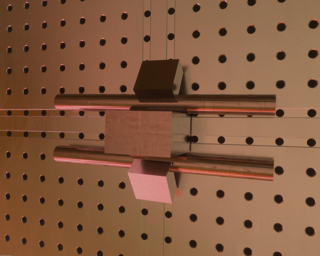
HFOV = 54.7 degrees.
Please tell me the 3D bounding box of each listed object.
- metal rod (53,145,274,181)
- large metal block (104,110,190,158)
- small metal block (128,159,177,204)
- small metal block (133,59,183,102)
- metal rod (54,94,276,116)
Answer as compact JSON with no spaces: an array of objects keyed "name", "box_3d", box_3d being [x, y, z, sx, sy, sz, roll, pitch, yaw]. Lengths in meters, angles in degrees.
[{"name":"metal rod","box_3d":[-0.009,0.044,0.412,0.301,0.025,0.025,2,91,19]},{"name":"large metal block","box_3d":[-0.012,0.006,0.383,0.080,0.080,0.050,2,91,20]},{"name":"small metal block","box_3d":[-0.009,0.068,0.399,0.050,0.025,0.050,3,129,19]},{"name":"small metal block","box_3d":[-0.001,-0.060,0.397,0.050,0.025,0.050,1,56,19]},{"name":"metal rod","box_3d":[-0.007,-0.032,0.410,0.301,0.025,0.025,2,91,19]}]
